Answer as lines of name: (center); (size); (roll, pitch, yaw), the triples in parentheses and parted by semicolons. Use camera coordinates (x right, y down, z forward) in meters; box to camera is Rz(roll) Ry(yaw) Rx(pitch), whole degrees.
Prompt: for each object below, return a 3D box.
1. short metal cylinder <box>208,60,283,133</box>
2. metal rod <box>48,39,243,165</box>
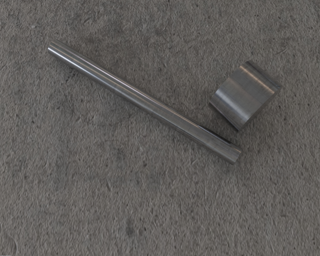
short metal cylinder: (0.108, -0.039, 0.394); (0.080, 0.080, 0.050); (-42, 75, -14)
metal rod: (-0.027, -0.040, 0.422); (0.301, 0.025, 0.025); (31, 73, 10)
